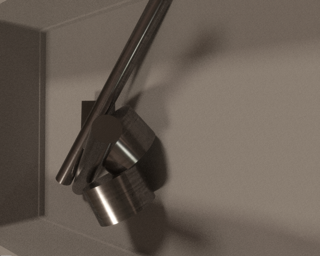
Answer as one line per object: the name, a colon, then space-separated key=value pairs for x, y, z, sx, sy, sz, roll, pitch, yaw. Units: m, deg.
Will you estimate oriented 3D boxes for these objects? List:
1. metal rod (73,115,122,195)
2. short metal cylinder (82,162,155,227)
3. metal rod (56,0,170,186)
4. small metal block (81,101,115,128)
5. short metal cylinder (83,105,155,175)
metal rod: x=-0.089 y=0.050 z=0.384 sx=0.299 sy=0.025 sz=0.025 roll=133 pitch=122 yaw=-63
short metal cylinder: x=-0.053 y=0.084 z=0.405 sx=0.080 sy=0.080 sz=0.050 roll=-24 pitch=94 yaw=37
metal rod: x=-0.073 y=-0.045 z=0.439 sx=0.025 sy=0.025 sz=0.298 roll=40 pitch=106 yaw=32
small metal block: x=-0.097 y=-0.017 z=0.485 sx=0.050 sy=0.025 sz=0.050 roll=4 pitch=92 yaw=39
short metal cylinder: x=-0.053 y=0.015 z=0.404 sx=0.080 sy=0.080 sz=0.050 roll=-28 pitch=113 yaw=36
